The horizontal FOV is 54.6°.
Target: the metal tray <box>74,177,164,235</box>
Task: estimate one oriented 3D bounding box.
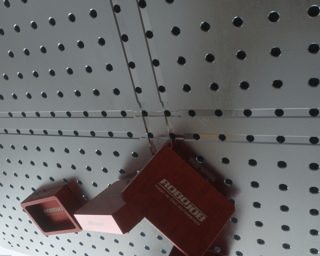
[{"bbox_3d":[-0.057,0.108,0.445,0.130,0.091,0.030,-20,102,51],"label":"metal tray"}]

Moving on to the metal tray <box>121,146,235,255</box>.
[{"bbox_3d":[0.024,0.099,0.416,0.130,0.090,0.030,42,162,-1],"label":"metal tray"}]

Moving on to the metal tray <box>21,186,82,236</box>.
[{"bbox_3d":[-0.213,0.170,0.626,0.130,0.030,0.090,-19,109,35],"label":"metal tray"}]

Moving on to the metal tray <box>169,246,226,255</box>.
[{"bbox_3d":[0.043,0.243,0.471,0.090,0.131,0.030,10,123,23],"label":"metal tray"}]
